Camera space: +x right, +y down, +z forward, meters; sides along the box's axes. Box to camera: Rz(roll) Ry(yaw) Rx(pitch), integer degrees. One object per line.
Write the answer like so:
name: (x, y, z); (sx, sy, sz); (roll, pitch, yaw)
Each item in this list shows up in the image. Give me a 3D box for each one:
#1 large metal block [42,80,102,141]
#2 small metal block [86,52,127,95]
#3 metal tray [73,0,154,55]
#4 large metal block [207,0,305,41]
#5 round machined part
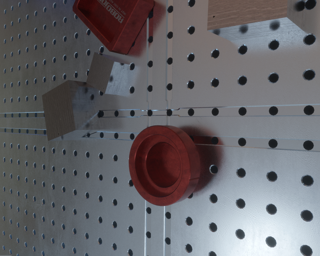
large metal block: (-0.148, -0.026, 0.515); (0.080, 0.050, 0.080); (-18, 79, 38)
small metal block: (-0.083, -0.084, 0.479); (0.050, 0.025, 0.050); (31, 109, 35)
metal tray: (-0.075, -0.184, 0.468); (0.130, 0.030, 0.089); (49, 119, 28)
large metal block: (0.097, -0.138, 0.313); (0.080, 0.050, 0.079); (4, 93, 40)
round machined part: (0.010, 0.045, 0.390); (0.098, 0.042, 0.097); (0, 90, 40)
